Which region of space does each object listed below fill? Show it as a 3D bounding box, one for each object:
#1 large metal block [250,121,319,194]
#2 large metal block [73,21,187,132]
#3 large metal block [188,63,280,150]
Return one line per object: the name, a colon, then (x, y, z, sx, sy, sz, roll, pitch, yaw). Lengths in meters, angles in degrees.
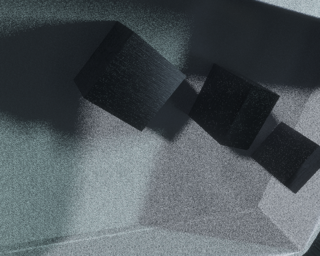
large metal block: (0.216, 0.049, 0.521, 0.050, 0.080, 0.080, 34, 99, -39)
large metal block: (-0.033, -0.055, 0.340, 0.080, 0.050, 0.080, 33, 100, -38)
large metal block: (0.093, -0.029, 0.406, 0.050, 0.080, 0.080, 13, 112, -34)
